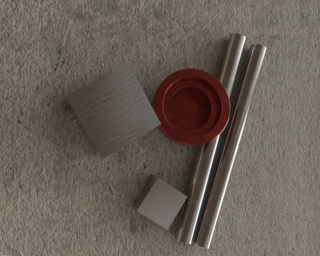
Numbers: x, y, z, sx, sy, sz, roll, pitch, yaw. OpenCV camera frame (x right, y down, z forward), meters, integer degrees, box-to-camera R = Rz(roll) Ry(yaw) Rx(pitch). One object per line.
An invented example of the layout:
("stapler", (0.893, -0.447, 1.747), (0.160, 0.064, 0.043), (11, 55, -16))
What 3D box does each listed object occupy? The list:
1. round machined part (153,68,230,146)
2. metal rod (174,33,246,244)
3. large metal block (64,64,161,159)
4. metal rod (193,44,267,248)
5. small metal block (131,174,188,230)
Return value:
("round machined part", (0.038, -0.025, 0.408), (0.099, 0.042, 0.097), (1, 83, -9))
("metal rod", (0.072, 0.010, 0.437), (0.025, 0.025, 0.299), (18, 84, -20))
("large metal block", (-0.059, -0.020, 0.375), (0.080, 0.050, 0.080), (-31, 101, -18))
("metal rod", (0.103, 0.021, 0.448), (0.025, 0.025, 0.299), (20, 83, -19))
("small metal block", (-0.001, 0.097, 0.410), (0.050, 0.025, 0.050), (37, 78, -17))
